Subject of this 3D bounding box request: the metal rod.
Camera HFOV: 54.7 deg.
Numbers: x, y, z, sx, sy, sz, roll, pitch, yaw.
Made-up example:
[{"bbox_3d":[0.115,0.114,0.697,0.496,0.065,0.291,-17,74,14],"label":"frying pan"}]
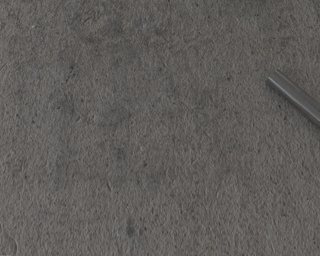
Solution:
[{"bbox_3d":[0.259,0.030,0.398,0.025,0.025,0.300,-41,75,-13],"label":"metal rod"}]
